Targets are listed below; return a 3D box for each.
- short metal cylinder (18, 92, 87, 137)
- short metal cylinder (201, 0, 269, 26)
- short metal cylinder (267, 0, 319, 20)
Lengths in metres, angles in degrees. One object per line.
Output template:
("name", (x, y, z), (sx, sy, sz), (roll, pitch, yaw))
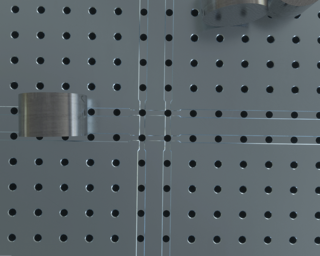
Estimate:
("short metal cylinder", (-0.131, -0.015, 0.384), (0.081, 0.080, 0.050), (-1, 90, -1))
("short metal cylinder", (0.092, -0.165, 0.387), (0.081, 0.080, 0.050), (-4, 90, -1))
("short metal cylinder", (0.170, -0.189, 0.403), (0.081, 0.050, 0.079), (0, 90, -1))
